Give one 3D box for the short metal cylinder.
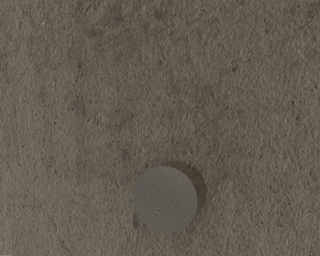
[{"bbox_3d":[0.014,0.085,0.391,0.080,0.050,0.080,0,90,20],"label":"short metal cylinder"}]
